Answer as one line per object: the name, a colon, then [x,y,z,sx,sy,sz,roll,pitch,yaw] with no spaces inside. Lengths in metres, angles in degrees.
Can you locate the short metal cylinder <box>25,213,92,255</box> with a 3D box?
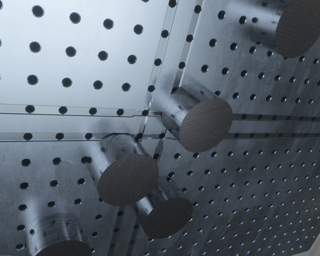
short metal cylinder: [-0.139,0.163,0.421,0.081,0.050,0.079,-14,125,-21]

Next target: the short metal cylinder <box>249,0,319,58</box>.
short metal cylinder: [0.164,-0.137,0.402,0.081,0.050,0.079,-14,124,-21]

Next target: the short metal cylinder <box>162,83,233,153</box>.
short metal cylinder: [0.050,-0.014,0.416,0.081,0.050,0.079,-14,125,-21]

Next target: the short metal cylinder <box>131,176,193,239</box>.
short metal cylinder: [0.003,0.121,0.474,0.081,0.050,0.079,-14,124,-21]

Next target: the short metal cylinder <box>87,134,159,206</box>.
short metal cylinder: [-0.049,0.054,0.403,0.081,0.050,0.079,-14,125,-21]
